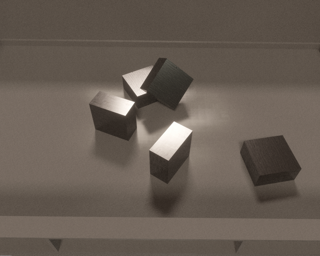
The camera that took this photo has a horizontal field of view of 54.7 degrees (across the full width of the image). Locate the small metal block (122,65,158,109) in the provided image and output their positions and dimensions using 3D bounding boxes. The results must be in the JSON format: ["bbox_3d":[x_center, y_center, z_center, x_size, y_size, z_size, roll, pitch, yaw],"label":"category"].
[{"bbox_3d":[-0.021,-0.061,0.456,0.050,0.025,0.050,-23,54,-19],"label":"small metal block"}]

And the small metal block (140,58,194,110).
[{"bbox_3d":[0.009,-0.061,0.425,0.050,0.050,0.025,-58,29,-1],"label":"small metal block"}]

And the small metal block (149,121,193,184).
[{"bbox_3d":[0.013,0.029,0.364,0.025,0.050,0.050,28,55,21],"label":"small metal block"}]

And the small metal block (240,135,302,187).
[{"bbox_3d":[0.132,0.039,0.374,0.050,0.025,0.050,-8,51,-7],"label":"small metal block"}]

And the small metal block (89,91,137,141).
[{"bbox_3d":[-0.059,-0.015,0.401,0.050,0.050,0.025,19,53,14],"label":"small metal block"}]
